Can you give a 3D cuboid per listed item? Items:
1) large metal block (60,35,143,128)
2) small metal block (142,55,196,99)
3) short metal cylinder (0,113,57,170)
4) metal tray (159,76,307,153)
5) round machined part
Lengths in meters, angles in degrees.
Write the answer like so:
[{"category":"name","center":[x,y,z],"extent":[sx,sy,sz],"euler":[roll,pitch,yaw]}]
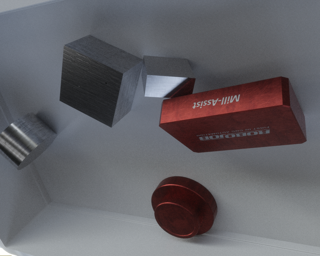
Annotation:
[{"category":"large metal block","center":[-0.076,-0.060,0.394],"extent":[0.080,0.050,0.079],"euler":[27,128,11]},{"category":"small metal block","center":[0.007,-0.056,0.341],"extent":[0.050,0.050,0.025],"euler":[2,125,-10]},{"category":"short metal cylinder","center":[-0.214,0.021,0.496],"extent":[0.050,0.080,0.080],"euler":[44,129,-3]},{"category":"metal tray","center":[0.077,-0.007,0.328],"extent":[0.130,0.030,0.090],"euler":[-8,152,31]},{"category":"round machined part","center":[0.031,0.123,0.456],"extent":[0.098,0.042,0.097],"euler":[13,124,20]}]
